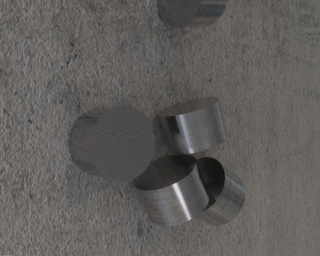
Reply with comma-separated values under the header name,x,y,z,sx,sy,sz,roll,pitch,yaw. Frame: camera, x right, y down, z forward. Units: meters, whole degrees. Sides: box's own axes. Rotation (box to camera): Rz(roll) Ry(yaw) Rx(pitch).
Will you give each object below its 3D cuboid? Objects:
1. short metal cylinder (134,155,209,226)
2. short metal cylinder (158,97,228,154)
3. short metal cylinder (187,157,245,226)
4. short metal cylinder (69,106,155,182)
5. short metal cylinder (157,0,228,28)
name,x,y,z,sx,sy,sz,roll,pitch,yaw
short metal cylinder,0.014,0.074,0.381,0.081,0.080,0.050,-33,111,-35
short metal cylinder,0.043,-0.005,0.405,0.081,0.080,0.050,-26,107,-37
short metal cylinder,0.069,0.087,0.427,0.050,0.080,0.080,37,67,-34
short metal cylinder,-0.053,0.017,0.344,0.081,0.050,0.080,0,90,-40
short metal cylinder,0.041,-0.173,0.402,0.050,0.080,0.079,-18,101,-39
